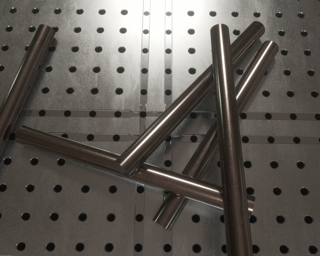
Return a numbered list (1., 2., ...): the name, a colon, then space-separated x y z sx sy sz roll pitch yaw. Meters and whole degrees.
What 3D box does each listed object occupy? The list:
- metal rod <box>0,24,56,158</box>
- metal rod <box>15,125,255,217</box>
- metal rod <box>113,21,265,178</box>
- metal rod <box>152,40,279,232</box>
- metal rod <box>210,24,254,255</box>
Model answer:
1. metal rod: -0.206 -0.011 0.412 0.025 0.025 0.299 14 70 4
2. metal rod: -0.040 0.048 0.375 0.301 0.025 0.025 16 71 12
3. metal rod: 0.053 -0.052 0.407 0.025 0.025 0.301 38 65 12
4. metal rod: 0.082 -0.002 0.413 0.025 0.025 0.300 31 73 10
5. metal rod: 0.079 0.003 0.357 0.025 0.025 0.299 1 65 0
